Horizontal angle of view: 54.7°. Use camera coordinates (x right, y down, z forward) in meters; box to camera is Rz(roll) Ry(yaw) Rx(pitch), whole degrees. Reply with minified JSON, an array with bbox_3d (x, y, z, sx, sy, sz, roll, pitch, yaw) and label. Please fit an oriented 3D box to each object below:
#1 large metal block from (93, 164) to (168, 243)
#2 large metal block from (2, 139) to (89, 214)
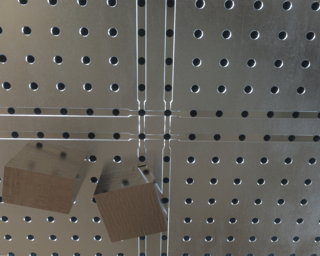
[{"bbox_3d":[-0.038,0.106,0.439,0.080,0.050,0.080,-13,110,4],"label":"large metal block"},{"bbox_3d":[-0.145,0.061,0.405,0.081,0.080,0.050,12,110,-5],"label":"large metal block"}]
